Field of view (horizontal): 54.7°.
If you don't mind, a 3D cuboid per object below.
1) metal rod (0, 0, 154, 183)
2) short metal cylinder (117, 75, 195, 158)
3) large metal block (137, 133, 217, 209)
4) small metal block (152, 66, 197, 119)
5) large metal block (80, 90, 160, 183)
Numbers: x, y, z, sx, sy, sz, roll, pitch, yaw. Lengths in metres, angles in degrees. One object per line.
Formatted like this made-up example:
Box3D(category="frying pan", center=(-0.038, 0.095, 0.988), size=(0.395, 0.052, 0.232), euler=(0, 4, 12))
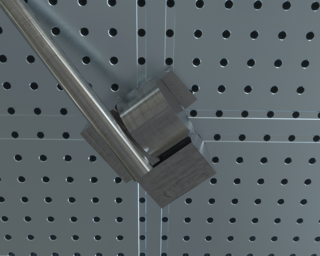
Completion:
Box3D(category="metal rod", center=(-0.109, -0.069, 0.331), size=(0.025, 0.025, 0.300), euler=(-40, 85, 13))
Box3D(category="short metal cylinder", center=(-0.004, -0.013, 0.352), size=(0.050, 0.080, 0.080), euler=(-35, 107, 12))
Box3D(category="large metal block", center=(0.019, 0.043, 0.398), size=(0.080, 0.080, 0.050), euler=(-36, 107, 12))
Box3D(category="small metal block", center=(0.011, -0.042, 0.399), size=(0.050, 0.025, 0.050), euler=(-40, 106, 13))
Box3D(category="large metal block", center=(-0.045, 0.008, 0.387), size=(0.050, 0.080, 0.080), euler=(-36, 107, 12))
